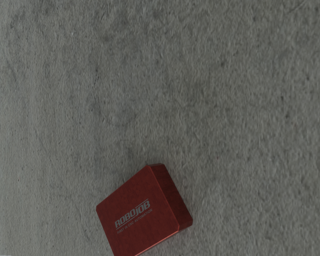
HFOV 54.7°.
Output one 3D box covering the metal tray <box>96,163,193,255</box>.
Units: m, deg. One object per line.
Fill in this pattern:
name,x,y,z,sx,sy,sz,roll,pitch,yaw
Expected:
metal tray,-0.027,0.118,0.422,0.129,0.030,0.090,-42,65,31
